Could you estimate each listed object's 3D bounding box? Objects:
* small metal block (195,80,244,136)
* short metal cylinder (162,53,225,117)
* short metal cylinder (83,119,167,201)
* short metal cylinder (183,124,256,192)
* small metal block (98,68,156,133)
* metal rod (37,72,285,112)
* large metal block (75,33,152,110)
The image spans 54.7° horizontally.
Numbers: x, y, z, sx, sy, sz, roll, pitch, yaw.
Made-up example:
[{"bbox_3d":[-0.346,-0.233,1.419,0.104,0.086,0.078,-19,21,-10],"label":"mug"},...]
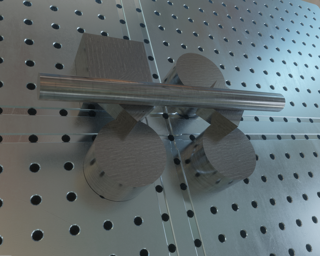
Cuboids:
[{"bbox_3d":[0.081,-0.027,0.404,0.050,0.025,0.050,35,51,-5],"label":"small metal block"},{"bbox_3d":[0.048,-0.063,0.456,0.081,0.050,0.080,14,56,-21],"label":"short metal cylinder"},{"bbox_3d":[-0.040,0.036,0.347,0.081,0.050,0.080,14,56,-21],"label":"short metal cylinder"},{"bbox_3d":[0.078,0.039,0.410,0.081,0.050,0.080,14,56,-21],"label":"short metal cylinder"},{"bbox_3d":[-0.033,-0.032,0.346,0.050,0.025,0.050,42,51,1],"label":"small metal block"},{"bbox_3d":[0.025,-0.036,0.347,0.303,0.025,0.025,1,62,-28],"label":"metal rod"},{"bbox_3d":[-0.061,-0.070,0.401,0.081,0.050,0.080,1,61,-28],"label":"large metal block"}]
